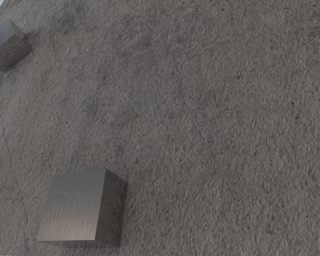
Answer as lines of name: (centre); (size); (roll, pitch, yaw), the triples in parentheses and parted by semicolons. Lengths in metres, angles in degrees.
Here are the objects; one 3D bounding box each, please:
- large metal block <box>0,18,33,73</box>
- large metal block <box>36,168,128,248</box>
large metal block: (-0.333, -0.180, 0.673); (0.080, 0.050, 0.080); (-38, 51, 2)
large metal block: (-0.091, 0.099, 0.375); (0.080, 0.050, 0.080); (-10, 58, 23)
